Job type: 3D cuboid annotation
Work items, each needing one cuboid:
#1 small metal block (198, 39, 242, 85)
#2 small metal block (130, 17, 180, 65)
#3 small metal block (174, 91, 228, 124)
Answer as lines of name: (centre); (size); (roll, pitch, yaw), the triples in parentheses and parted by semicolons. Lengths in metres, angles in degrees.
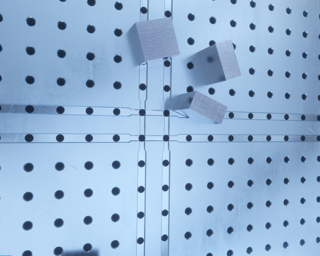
small metal block: (0.082, -0.090, 0.431); (0.025, 0.050, 0.050); (-20, 97, -19)
small metal block: (-0.006, -0.115, 0.411); (0.050, 0.025, 0.050); (-16, 96, -20)
small metal block: (0.054, -0.026, 0.421); (0.050, 0.050, 0.025); (24, 82, -19)
